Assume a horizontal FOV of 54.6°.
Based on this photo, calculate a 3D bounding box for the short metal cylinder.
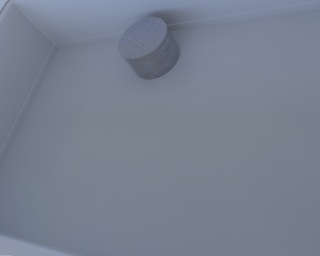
[{"bbox_3d":[-0.016,-0.121,0.474,0.080,0.050,0.080,-13,56,21],"label":"short metal cylinder"}]
